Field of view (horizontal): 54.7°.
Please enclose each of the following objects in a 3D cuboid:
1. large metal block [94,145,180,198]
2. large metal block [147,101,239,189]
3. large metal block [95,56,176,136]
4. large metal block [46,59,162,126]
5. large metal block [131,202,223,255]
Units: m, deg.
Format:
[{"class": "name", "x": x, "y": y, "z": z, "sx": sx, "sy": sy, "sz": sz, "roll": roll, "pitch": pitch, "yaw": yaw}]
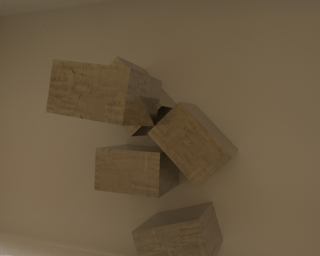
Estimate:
[{"class": "large metal block", "x": -0.025, "y": 0.050, "z": 0.389, "sx": 0.080, "sy": 0.080, "sz": 0.050, "roll": 3, "pitch": 91, "yaw": 19}, {"class": "large metal block", "x": 0.042, "y": 0.017, "z": 0.364, "sx": 0.050, "sy": 0.080, "sz": 0.080, "roll": -45, "pitch": 78, "yaw": 14}, {"class": "large metal block", "x": -0.027, "y": -0.037, "z": 0.390, "sx": 0.050, "sy": 0.080, "sz": 0.080, "roll": -45, "pitch": 76, "yaw": 14}, {"class": "large metal block", "x": -0.052, "y": -0.033, "z": 0.314, "sx": 0.080, "sy": 0.080, "sz": 0.050, "roll": 10, "pitch": 93, "yaw": 19}, {"class": "large metal block", "x": 0.024, "y": 0.130, "z": 0.372, "sx": 0.080, "sy": 0.080, "sz": 0.050, "roll": -17, "pitch": 85, "yaw": 19}]
